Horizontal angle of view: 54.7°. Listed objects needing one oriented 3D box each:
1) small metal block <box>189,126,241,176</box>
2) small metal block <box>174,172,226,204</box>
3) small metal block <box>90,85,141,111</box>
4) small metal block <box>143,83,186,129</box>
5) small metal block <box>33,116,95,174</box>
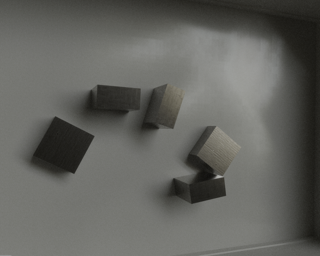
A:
[{"bbox_3d":[0.078,0.032,0.439,0.050,0.025,0.050,39,78,-16],"label":"small metal block"},{"bbox_3d":[0.053,0.079,0.417,0.050,0.050,0.025,-8,93,-20],"label":"small metal block"},{"bbox_3d":[-0.055,-0.035,0.377,0.050,0.050,0.025,3,89,-20],"label":"small metal block"},{"bbox_3d":[0.004,-0.026,0.399,0.025,0.050,0.050,20,83,-19],"label":"small metal block"},{"bbox_3d":[-0.114,0.020,0.368,0.050,0.025,0.050,29,80,-18],"label":"small metal block"}]
